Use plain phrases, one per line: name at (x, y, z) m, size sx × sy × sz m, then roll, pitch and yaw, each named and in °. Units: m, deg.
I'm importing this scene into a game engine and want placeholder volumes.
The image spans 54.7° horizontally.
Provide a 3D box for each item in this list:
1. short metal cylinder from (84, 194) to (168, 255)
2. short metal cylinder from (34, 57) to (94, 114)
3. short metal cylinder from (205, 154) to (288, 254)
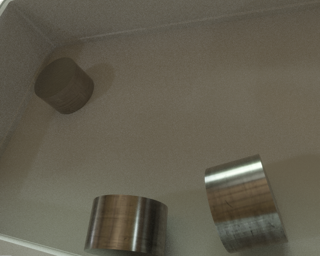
short metal cylinder at (-0.034, 0.106, 0.322) m, size 0.080 × 0.080 × 0.050 m, roll -8°, pitch 58°, yaw 23°
short metal cylinder at (-0.158, -0.070, 0.513) m, size 0.080 × 0.050 × 0.080 m, roll -13°, pitch 56°, yaw 20°
short metal cylinder at (0.079, 0.069, 0.286) m, size 0.050 × 0.080 × 0.080 m, roll -19°, pitch 55°, yaw 17°
